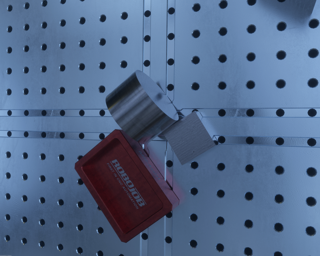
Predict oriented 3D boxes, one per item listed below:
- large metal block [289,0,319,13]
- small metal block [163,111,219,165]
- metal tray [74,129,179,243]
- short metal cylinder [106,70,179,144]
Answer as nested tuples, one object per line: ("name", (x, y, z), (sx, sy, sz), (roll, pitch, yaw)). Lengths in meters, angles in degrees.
("large metal block", (0.148, -0.178, 0.331), (0.080, 0.080, 0.050), (38, 102, 16))
("small metal block", (0.040, 0.013, 0.399), (0.050, 0.025, 0.050), (-33, 80, 17))
("metal tray", (-0.048, 0.077, 0.426), (0.090, 0.030, 0.130), (-39, 78, 15))
("short metal cylinder", (-0.022, -0.026, 0.391), (0.050, 0.080, 0.080), (-39, 78, 16))
